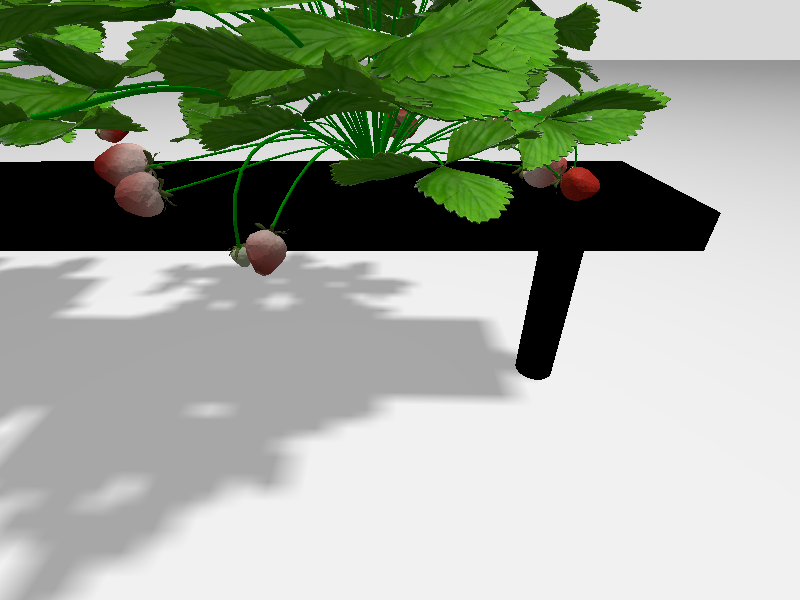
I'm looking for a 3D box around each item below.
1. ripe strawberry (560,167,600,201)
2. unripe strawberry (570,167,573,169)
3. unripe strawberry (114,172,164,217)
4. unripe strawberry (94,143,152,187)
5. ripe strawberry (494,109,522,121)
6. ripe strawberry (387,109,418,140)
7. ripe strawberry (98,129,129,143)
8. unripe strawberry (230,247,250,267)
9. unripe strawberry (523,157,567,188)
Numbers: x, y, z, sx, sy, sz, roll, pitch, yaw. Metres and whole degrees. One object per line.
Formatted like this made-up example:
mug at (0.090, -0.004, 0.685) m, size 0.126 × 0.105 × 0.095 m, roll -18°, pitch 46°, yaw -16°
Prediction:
ripe strawberry at (0.132, -0.085, 0.295) m, size 0.028 × 0.024 × 0.028 m, roll 19°, pitch 36°, yaw 11°
unripe strawberry at (0.142, -0.103, 0.328) m, size 0.010 × 0.011 × 0.011 m, roll 3°, pitch 33°, yaw 5°
unripe strawberry at (-0.174, -0.070, 0.267) m, size 0.027 × 0.029 × 0.025 m, roll -18°, pitch 36°, yaw -24°
unripe strawberry at (-0.218, -0.105, 0.316) m, size 0.040 × 0.034 × 0.039 m, roll -5°, pitch 33°, yaw -6°
ripe strawberry at (0.133, -0.207, 0.474) m, size 0.042 × 0.036 × 0.042 m, roll 27°, pitch 39°, yaw 36°
ripe strawberry at (0.003, -0.214, 0.487) m, size 0.039 × 0.035 × 0.035 m, roll 4°, pitch 32°, yaw 6°
ripe strawberry at (-0.346, -0.209, 0.482) m, size 0.034 × 0.036 × 0.037 m, roll 22°, pitch 38°, yaw 30°
unripe strawberry at (-0.081, -0.022, 0.207) m, size 0.011 × 0.011 × 0.010 m, roll 11°, pitch 34°, yaw 17°
unripe strawberry at (0.119, -0.110, 0.329) m, size 0.034 × 0.033 × 0.031 m, roll 4°, pitch 33°, yaw 5°
